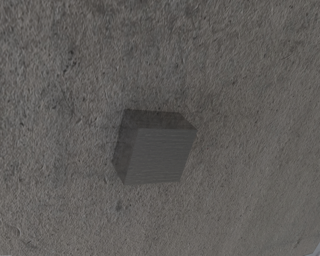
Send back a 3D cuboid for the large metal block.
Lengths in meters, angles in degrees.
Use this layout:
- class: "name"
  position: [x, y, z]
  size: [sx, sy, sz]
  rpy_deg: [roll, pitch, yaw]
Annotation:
- class: "large metal block"
  position: [-0.009, 0.024, 0.400]
  size: [0.081, 0.050, 0.079]
  rpy_deg: [2, 117, -30]
